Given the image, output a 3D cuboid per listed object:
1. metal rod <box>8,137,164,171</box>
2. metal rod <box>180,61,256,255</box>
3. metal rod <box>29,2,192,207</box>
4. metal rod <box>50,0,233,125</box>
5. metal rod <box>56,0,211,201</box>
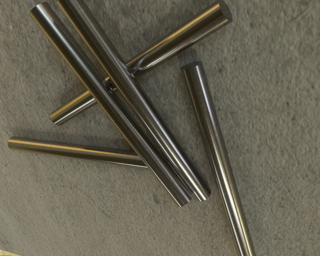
[{"bbox_3d":[-0.129,0.038,0.495,0.301,0.025,0.025,5,121,25],"label":"metal rod"},{"bbox_3d":[0.082,0.060,0.400,0.025,0.025,0.298,-6,116,31],"label":"metal rod"},{"bbox_3d":[-0.053,-0.019,0.388,0.025,0.025,0.299,-27,106,37],"label":"metal rod"},{"bbox_3d":[-0.047,-0.065,0.389,0.299,0.025,0.025,-24,106,36],"label":"metal rod"},{"bbox_3d":[-0.018,-0.022,0.376,0.025,0.025,0.299,-18,117,35],"label":"metal rod"}]
